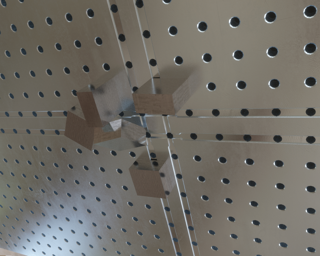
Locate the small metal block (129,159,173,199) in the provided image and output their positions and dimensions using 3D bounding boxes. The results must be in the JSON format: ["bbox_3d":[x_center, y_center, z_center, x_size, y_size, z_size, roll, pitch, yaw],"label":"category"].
[{"bbox_3d":[-0.013,0.076,0.464,0.050,0.025,0.050,0,119,28],"label":"small metal block"}]

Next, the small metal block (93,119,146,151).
[{"bbox_3d":[-0.055,0.011,0.427,0.050,0.050,0.025,-14,67,33],"label":"small metal block"}]

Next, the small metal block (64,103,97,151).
[{"bbox_3d":[-0.114,-0.001,0.468,0.050,0.025,0.050,28,128,9],"label":"small metal block"}]

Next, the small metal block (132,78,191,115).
[{"bbox_3d":[0.003,-0.039,0.368,0.050,0.050,0.025,4,120,26],"label":"small metal block"}]

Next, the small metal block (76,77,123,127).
[{"bbox_3d":[-0.079,-0.035,0.413,0.025,0.050,0.050,1,119,27],"label":"small metal block"}]
